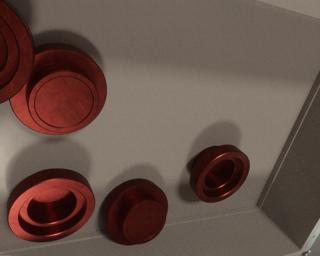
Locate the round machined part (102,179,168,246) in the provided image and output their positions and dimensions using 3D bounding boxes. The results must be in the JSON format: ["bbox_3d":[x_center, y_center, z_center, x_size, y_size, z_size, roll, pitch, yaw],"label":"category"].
[{"bbox_3d":[-0.030,0.126,0.447,0.099,0.042,0.097,-9,109,-28],"label":"round machined part"}]

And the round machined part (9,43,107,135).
[{"bbox_3d":[-0.103,-0.034,0.321,0.099,0.042,0.097,-14,125,-21],"label":"round machined part"}]

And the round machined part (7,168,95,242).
[{"bbox_3d":[-0.134,0.089,0.381,0.099,0.042,0.097,-14,125,-21],"label":"round machined part"}]

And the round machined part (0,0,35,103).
[{"bbox_3d":[-0.158,-0.069,0.261,0.099,0.042,0.097,-7,114,-15],"label":"round machined part"}]

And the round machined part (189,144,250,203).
[{"bbox_3d":[0.089,0.067,0.490,0.099,0.042,0.097,-14,125,-21],"label":"round machined part"}]
